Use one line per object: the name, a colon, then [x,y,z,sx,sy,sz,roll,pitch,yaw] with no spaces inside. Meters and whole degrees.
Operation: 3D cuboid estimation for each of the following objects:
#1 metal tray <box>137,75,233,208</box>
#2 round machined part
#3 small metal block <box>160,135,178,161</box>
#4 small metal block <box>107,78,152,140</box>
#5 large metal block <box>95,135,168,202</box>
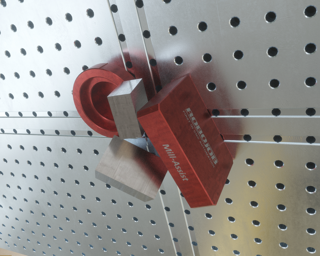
metal tray: [0.035,0.015,0.359,0.030,0.090,0.130,-19,109,35]
round machined part: [-0.061,-0.039,0.406,0.098,0.042,0.097,13,124,20]
small metal block: [0.028,0.030,0.407,0.050,0.025,0.050,19,131,30]
small metal block: [-0.032,-0.022,0.344,0.025,0.050,0.050,-7,115,15]
large metal block: [-0.040,0.059,0.421,0.080,0.050,0.080,27,161,-3]
